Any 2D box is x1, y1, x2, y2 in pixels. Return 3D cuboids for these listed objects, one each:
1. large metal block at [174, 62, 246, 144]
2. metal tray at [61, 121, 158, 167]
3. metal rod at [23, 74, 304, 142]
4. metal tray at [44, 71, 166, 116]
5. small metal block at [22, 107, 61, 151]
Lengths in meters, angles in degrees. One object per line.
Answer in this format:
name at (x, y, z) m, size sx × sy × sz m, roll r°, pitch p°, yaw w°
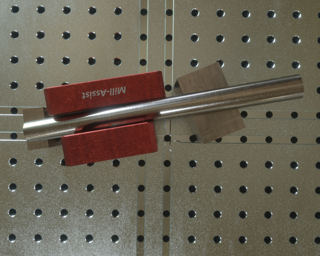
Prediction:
large metal block at (0.057, -0.028, 0.386) m, size 0.050 × 0.080 × 0.080 m, roll -23°, pitch 90°, yaw 0°
metal tray at (-0.050, 0.015, 0.360) m, size 0.091 × 0.130 × 0.030 m, roll -9°, pitch 91°, yaw -1°
metal rod at (-0.005, -0.019, 0.338) m, size 0.301 × 0.025 × 0.025 m, roll -9°, pitch 90°, yaw 9°
metal tray at (-0.061, -0.039, 0.379) m, size 0.131 × 0.090 × 0.030 m, roll -9°, pitch 91°, yaw -1°
small metal block at (-0.150, 0.001, 0.399) m, size 0.025 × 0.050 × 0.050 m, roll -8°, pitch 90°, yaw 0°
